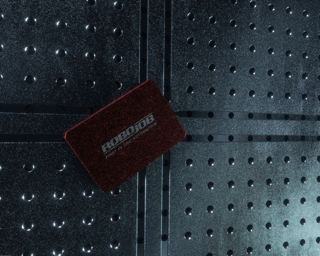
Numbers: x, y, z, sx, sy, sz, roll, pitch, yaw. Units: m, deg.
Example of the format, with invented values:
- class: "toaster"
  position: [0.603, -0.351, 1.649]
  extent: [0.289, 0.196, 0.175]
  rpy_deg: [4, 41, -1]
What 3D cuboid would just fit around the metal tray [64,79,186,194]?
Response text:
- class: "metal tray"
  position: [-0.042, 0.009, 0.395]
  extent: [0.131, 0.030, 0.090]
  rpy_deg: [-35, 102, -17]
